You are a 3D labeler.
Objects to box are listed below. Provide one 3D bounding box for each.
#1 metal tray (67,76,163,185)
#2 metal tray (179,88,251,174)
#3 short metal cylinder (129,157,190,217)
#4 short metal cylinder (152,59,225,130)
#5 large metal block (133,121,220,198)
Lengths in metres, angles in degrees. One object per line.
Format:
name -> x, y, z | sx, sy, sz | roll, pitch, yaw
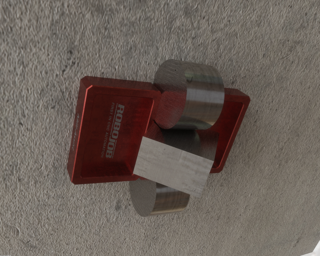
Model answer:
metal tray -> -0.057, 0.006, 0.378 | 0.091, 0.030, 0.129 | 1, 118, -29
metal tray -> 0.066, 0.006, 0.445 | 0.091, 0.030, 0.129 | 1, 118, -29
short metal cylinder -> -0.002, 0.076, 0.419 | 0.050, 0.080, 0.079 | 2, 118, -30
short metal cylinder -> 0.030, -0.038, 0.366 | 0.050, 0.080, 0.079 | 2, 118, -30
large metal block -> 0.023, 0.029, 0.377 | 0.080, 0.080, 0.050 | 19, 115, 7
